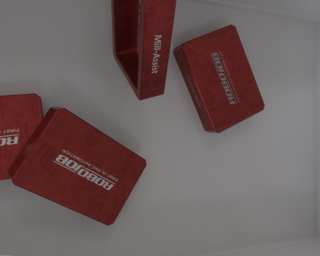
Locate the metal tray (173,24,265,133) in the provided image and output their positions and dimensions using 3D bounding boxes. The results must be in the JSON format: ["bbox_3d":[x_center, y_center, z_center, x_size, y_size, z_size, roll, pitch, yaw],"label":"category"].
[{"bbox_3d":[0.085,-0.068,0.439,0.091,0.030,0.129,-26,99,-18],"label":"metal tray"}]

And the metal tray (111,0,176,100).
[{"bbox_3d":[-0.022,-0.105,0.331,0.030,0.129,0.090,-17,55,-19],"label":"metal tray"}]

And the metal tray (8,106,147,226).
[{"bbox_3d":[-0.088,0.046,0.356,0.130,0.030,0.090,37,76,-32],"label":"metal tray"}]

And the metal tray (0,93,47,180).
[{"bbox_3d":[-0.194,0.013,0.336,0.131,0.030,0.089,-7,93,-20],"label":"metal tray"}]
